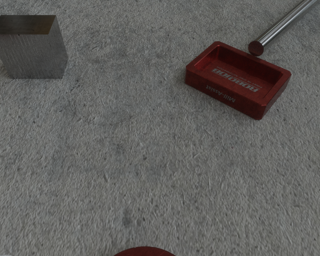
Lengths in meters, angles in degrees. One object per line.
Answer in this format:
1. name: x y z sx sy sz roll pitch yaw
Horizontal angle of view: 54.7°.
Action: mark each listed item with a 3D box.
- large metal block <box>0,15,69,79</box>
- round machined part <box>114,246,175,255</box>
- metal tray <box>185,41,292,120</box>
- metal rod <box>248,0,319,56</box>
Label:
1. large metal block: -0.192 -0.121 0.468 0.081 0.080 0.050 0 50 0
2. round machined part: -0.014 0.156 0.261 0.099 0.042 0.098 0 50 0
3. metal tray: 0.114 -0.076 0.464 0.130 0.030 0.090 31 57 23
4. metal rod: 0.240 -0.200 0.556 0.025 0.025 0.302 32 51 24
